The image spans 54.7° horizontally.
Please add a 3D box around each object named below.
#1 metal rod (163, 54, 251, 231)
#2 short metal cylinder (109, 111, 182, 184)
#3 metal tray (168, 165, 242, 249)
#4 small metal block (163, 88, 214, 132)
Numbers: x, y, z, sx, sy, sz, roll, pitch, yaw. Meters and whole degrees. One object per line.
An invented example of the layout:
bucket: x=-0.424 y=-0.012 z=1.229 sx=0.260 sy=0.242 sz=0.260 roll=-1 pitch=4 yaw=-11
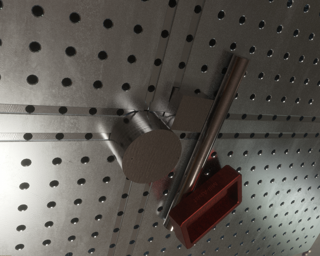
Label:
metal rod: x=0.064 y=0.035 z=0.469 sx=0.025 sy=0.025 sz=0.298 roll=5 pitch=116 yaw=-31
short metal cylinder: x=-0.019 y=0.025 z=0.401 sx=0.081 sy=0.050 sz=0.079 roll=-14 pitch=125 yaw=-21
metal tray: x=0.080 y=0.130 z=0.512 sx=0.131 sy=0.030 sz=0.090 roll=-35 pitch=138 yaw=-19
small metal block: x=0.038 y=-0.023 z=0.419 sx=0.050 sy=0.025 sz=0.050 roll=6 pitch=116 yaw=-31
